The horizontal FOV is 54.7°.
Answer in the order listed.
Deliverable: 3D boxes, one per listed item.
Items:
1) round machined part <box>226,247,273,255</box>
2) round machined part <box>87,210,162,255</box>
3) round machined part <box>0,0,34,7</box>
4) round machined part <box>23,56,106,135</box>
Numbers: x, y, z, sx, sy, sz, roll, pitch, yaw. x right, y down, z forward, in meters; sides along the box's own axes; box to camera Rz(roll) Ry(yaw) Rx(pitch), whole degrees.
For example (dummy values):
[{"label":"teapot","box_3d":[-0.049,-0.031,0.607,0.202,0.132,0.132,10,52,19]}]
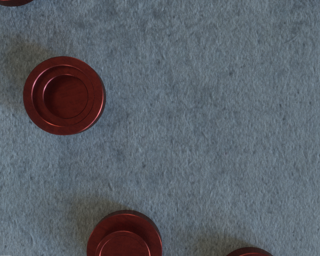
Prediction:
[{"label":"round machined part","box_3d":[0.123,0.212,0.403,0.099,0.042,0.097,0,90,-1]},{"label":"round machined part","box_3d":[-0.046,0.160,0.401,0.099,0.042,0.097,0,90,-1]},{"label":"round machined part","box_3d":[-0.190,-0.204,0.399,0.099,0.042,0.097,0,90,-1]},{"label":"round machined part","box_3d":[-0.119,-0.040,0.400,0.099,0.042,0.097,0,90,-1]}]
